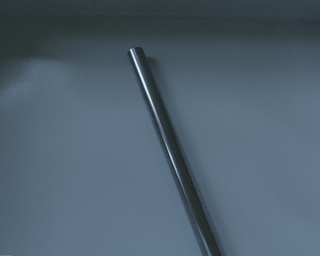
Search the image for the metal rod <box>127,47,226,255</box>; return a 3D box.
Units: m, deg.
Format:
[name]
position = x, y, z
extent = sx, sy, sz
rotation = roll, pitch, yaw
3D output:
[metal rod]
position = 0.015, 0.023, 0.401
extent = 0.025, 0.025, 0.299
rotation = -19, 71, -7
